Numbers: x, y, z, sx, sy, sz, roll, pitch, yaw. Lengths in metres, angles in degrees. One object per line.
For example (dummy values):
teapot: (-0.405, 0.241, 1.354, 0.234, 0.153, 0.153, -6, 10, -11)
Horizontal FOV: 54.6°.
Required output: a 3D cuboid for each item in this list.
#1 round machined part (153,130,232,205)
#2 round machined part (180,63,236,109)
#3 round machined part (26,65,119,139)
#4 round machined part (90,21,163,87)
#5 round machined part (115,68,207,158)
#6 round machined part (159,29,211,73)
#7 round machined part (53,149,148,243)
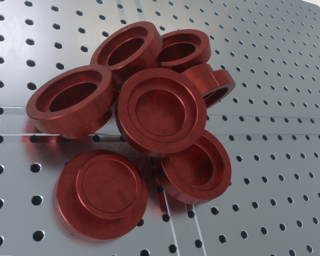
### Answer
round machined part: (0.036, 0.048, 0.387, 0.099, 0.042, 0.098, 13, 56, -21)
round machined part: (0.048, -0.050, 0.416, 0.099, 0.098, 0.042, -21, 76, -36)
round machined part: (-0.091, -0.026, 0.342, 0.098, 0.098, 0.042, -59, 141, -39)
round machined part: (-0.039, -0.092, 0.409, 0.042, 0.098, 0.098, 53, 39, -40)
round machined part: (-0.001, -0.014, 0.346, 0.099, 0.042, 0.098, 5, 69, -14)
round machined part: (0.026, -0.100, 0.450, 0.098, 0.042, 0.098, -11, 42, 11)
round machined part: (-0.058, 0.066, 0.326, 0.099, 0.042, 0.098, 14, 56, -21)
